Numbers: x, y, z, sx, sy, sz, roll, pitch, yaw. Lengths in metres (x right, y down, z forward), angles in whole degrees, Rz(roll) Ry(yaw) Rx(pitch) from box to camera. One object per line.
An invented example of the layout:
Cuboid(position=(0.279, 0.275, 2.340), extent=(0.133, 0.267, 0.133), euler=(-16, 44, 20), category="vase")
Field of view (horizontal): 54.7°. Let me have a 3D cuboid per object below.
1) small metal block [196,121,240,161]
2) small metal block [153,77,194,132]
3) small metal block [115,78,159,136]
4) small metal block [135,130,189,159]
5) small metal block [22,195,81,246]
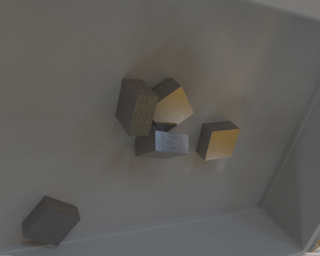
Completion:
Cuboid(position=(0.087, 0.019, 0.468), extent=(0.050, 0.025, 0.050), euler=(-5, 121, -26), category="small metal block")
Cuboid(position=(0.009, -0.027, 0.394), extent=(0.050, 0.025, 0.050), euler=(-36, 134, -5), category="small metal block")
Cuboid(position=(-0.028, -0.025, 0.361), extent=(0.025, 0.050, 0.050), euler=(1, 118, -29), category="small metal block")
Cuboid(position=(0.002, 0.023, 0.405), extent=(0.050, 0.050, 0.025), euler=(8, 73, -32), category="small metal block")
Cuboid(position=(-0.142, 0.122, 0.407), extent=(0.050, 0.025, 0.050), euler=(-49, 129, 6), category="small metal block")
